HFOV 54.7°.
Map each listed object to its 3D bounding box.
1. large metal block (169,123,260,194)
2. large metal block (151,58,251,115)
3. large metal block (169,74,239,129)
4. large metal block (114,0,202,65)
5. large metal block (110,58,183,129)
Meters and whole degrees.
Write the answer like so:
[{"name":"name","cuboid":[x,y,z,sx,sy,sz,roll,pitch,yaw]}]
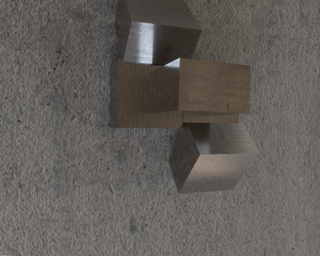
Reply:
[{"name":"large metal block","cuboid":[0.066,0.039,0.400,0.081,0.079,0.050,0,46,-21]},{"name":"large metal block","cuboid":[0.042,-0.041,0.345,0.081,0.080,0.050,1,90,-20]},{"name":"large metal block","cuboid":[0.058,-0.040,0.418,0.081,0.050,0.079,1,90,-21]},{"name":"large metal block","cuboid":[-0.006,-0.121,0.373,0.081,0.050,0.080,1,46,-20]},{"name":"large metal block","cuboid":[-0.018,-0.040,0.389,0.081,0.050,0.079,1,90,-21]}]
